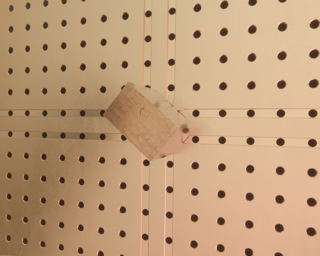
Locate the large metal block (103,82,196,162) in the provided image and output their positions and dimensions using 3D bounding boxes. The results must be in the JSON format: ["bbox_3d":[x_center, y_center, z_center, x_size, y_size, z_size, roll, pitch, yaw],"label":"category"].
[{"bbox_3d":[-0.010,-0.008,0.387,0.080,0.080,0.050,43,104,14],"label":"large metal block"}]
